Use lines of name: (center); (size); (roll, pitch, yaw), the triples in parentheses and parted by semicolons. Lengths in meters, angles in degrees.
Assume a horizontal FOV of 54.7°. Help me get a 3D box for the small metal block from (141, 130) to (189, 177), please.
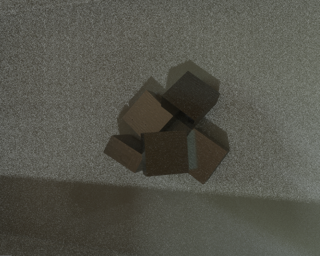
small metal block: (0.005, 0.029, 0.368); (0.050, 0.025, 0.050); (-3, 89, -13)

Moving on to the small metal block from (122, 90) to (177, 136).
small metal block: (-0.013, -0.014, 0.411); (0.050, 0.025, 0.050); (45, 104, 14)

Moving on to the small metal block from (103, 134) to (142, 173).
small metal block: (-0.037, 0.032, 0.407); (0.050, 0.050, 0.025); (31, 100, 17)

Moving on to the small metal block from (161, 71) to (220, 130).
small metal block: (0.037, -0.035, 0.383); (0.050, 0.025, 0.050); (39, 69, 15)

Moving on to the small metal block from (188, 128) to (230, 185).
small metal block: (0.051, 0.034, 0.390); (0.050, 0.025, 0.050); (37, 101, 16)
